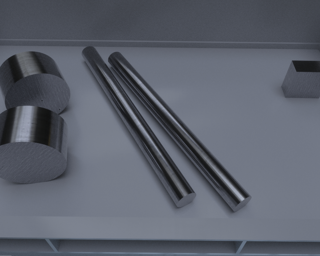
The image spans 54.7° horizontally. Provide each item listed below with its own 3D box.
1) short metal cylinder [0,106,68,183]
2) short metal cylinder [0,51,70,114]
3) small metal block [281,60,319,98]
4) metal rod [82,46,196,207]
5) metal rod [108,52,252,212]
[{"bbox_3d":[-0.147,0.020,0.350,0.081,0.080,0.050,-7,51,-6],"label":"short metal cylinder"},{"bbox_3d":[-0.167,-0.054,0.413,0.081,0.080,0.050,-22,54,-18],"label":"short metal cylinder"},{"bbox_3d":[0.212,-0.070,0.451,0.050,0.050,0.025,1,50,0],"label":"small metal block"},{"bbox_3d":[-0.043,-0.022,0.422,0.025,0.025,0.300,-23,54,-18],"label":"metal rod"},{"bbox_3d":[0.009,-0.014,0.417,0.025,0.025,0.300,-26,55,-21],"label":"metal rod"}]
